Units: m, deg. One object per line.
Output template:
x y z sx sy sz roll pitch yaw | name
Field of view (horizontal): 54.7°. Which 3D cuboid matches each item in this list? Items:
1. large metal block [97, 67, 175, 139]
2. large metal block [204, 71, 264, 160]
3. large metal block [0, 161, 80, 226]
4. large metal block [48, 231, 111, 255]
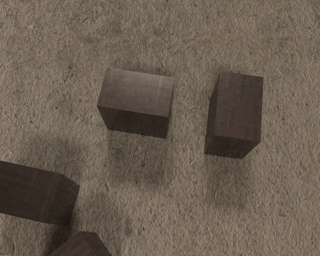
-0.027 -0.028 0.389 0.080 0.080 0.050 9 70 3 | large metal block
0.089 -0.012 0.385 0.050 0.080 0.080 8 70 3 | large metal block
-0.146 0.075 0.350 0.080 0.080 0.050 11 71 4 | large metal block
-0.094 0.154 0.321 0.080 0.080 0.050 -36 74 -12 | large metal block
